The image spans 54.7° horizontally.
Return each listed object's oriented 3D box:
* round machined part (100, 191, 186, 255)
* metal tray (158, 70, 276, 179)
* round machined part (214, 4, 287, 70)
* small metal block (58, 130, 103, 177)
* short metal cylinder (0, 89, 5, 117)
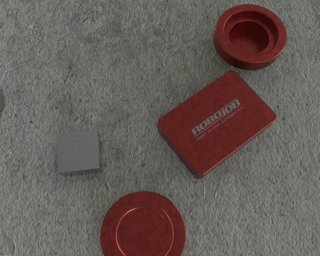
[{"bbox_3d":[-0.019,0.121,0.355,0.099,0.042,0.098,0,70,-1],"label":"round machined part"},{"bbox_3d":[0.074,-0.006,0.409,0.131,0.030,0.090,-35,74,-12],"label":"metal tray"},{"bbox_3d":[0.126,-0.125,0.446,0.099,0.042,0.098,0,70,-1],"label":"round machined part"},{"bbox_3d":[-0.101,0.032,0.395,0.050,0.025,0.050,-6,70,-3],"label":"small metal block"},{"bbox_3d":[-0.256,-0.039,0.406,0.081,0.050,0.080,0,70,0],"label":"short metal cylinder"}]
